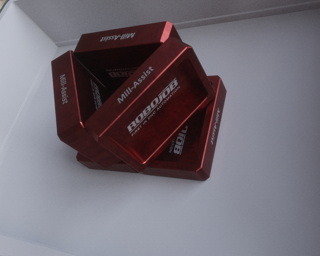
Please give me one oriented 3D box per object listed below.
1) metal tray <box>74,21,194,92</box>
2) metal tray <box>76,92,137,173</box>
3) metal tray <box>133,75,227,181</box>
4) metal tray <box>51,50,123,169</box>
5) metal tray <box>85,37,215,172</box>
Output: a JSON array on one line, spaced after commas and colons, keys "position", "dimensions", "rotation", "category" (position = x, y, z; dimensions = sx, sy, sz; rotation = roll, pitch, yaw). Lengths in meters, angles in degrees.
[{"position": [-0.030, -0.083, 0.388], "dimensions": [0.130, 0.090, 0.030], "rotation": [2, 63, 29], "category": "metal tray"}, {"position": [-0.054, -0.005, 0.434], "dimensions": [0.090, 0.030, 0.130], "rotation": [1, 61, 28], "category": "metal tray"}, {"position": [0.026, -0.003, 0.390], "dimensions": [0.090, 0.030, 0.130], "rotation": [1, 61, 29], "category": "metal tray"}, {"position": [-0.089, -0.024, 0.384], "dimensions": [0.030, 0.090, 0.130], "rotation": [-28, 52, 11], "category": "metal tray"}, {"position": [-0.005, -0.022, 0.338], "dimensions": [0.130, 0.090, 0.030], "rotation": [-46, 51, -4], "category": "metal tray"}]
